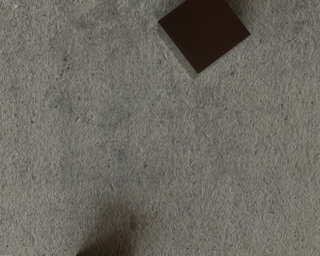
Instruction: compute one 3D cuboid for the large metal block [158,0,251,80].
[{"bbox_3d":[0.054,-0.121,0.398,0.080,0.050,0.080,-37,90,0],"label":"large metal block"}]
